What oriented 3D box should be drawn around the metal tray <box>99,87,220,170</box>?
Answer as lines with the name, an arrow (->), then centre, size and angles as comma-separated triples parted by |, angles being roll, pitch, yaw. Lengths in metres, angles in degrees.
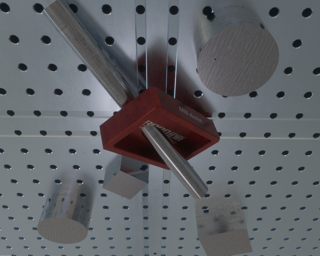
metal tray -> 0.003, 0.008, 0.386 | 0.090, 0.030, 0.131 | -35, 143, 26

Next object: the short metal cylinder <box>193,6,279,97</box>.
short metal cylinder -> 0.077, -0.080, 0.328 | 0.081, 0.050, 0.079 | 0, 130, 0

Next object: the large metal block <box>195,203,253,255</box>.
large metal block -> 0.115, 0.186, 0.555 | 0.080, 0.050, 0.080 | -15, 129, 12

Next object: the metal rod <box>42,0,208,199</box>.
metal rod -> -0.025, -0.016, 0.373 | 0.025, 0.025, 0.300 | -27, 118, 21

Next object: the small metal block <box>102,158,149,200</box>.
small metal block -> -0.053, 0.080, 0.479 | 0.050, 0.025, 0.050 | 30, 124, -23

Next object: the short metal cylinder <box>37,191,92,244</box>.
short metal cylinder -> -0.159, 0.152, 0.523 | 0.081, 0.050, 0.079 | 0, 130, 0
